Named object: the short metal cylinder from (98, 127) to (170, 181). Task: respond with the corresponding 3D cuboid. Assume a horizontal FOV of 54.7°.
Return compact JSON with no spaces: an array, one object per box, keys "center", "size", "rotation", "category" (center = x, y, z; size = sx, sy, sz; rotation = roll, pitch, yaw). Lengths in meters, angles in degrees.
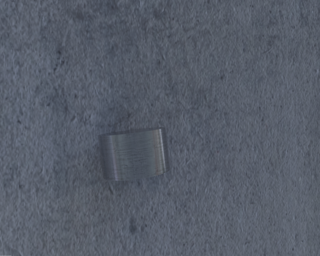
[{"center":[-0.030,0.028,0.369],"size":[0.081,0.080,0.050],"rotation":[-8,93,-20],"category":"short metal cylinder"}]
